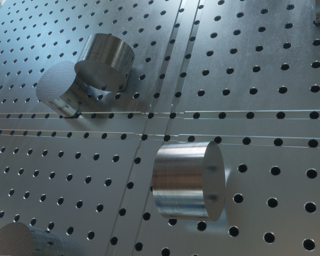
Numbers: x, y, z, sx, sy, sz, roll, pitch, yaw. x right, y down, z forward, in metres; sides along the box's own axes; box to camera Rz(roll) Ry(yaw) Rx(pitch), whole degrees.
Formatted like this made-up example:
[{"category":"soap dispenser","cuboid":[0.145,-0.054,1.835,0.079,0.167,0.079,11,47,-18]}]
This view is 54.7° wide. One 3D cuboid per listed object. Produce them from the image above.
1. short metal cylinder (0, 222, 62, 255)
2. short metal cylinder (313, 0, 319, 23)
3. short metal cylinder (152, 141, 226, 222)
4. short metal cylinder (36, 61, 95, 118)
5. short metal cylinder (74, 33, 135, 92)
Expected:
[{"category":"short metal cylinder","cuboid":[-0.170,0.162,0.382,0.080,0.050,0.080,-13,56,21]},{"category":"short metal cylinder","cuboid":[0.209,-0.171,0.368,0.050,0.080,0.080,-6,59,26]},{"category":"short metal cylinder","cuboid":[0.033,0.054,0.322,0.050,0.080,0.080,-5,60,26]},{"category":"short metal cylinder","cuboid":[-0.155,-0.064,0.513,0.080,0.050,0.080,-13,56,21]},{"category":"short metal cylinder","cuboid":[-0.084,-0.099,0.478,0.080,0.080,0.050,1,62,28]}]
